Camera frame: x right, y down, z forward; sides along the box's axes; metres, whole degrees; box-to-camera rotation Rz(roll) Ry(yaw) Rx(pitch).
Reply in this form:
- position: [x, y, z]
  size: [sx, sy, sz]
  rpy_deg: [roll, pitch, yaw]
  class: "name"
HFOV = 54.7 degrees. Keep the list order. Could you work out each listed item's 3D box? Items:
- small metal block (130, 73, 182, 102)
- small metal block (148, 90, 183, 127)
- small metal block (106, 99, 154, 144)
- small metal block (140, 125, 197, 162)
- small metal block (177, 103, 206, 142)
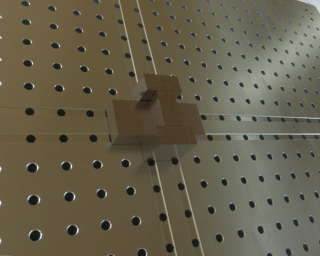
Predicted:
- position: [-0.007, -0.047, 0.418]
  size: [0.050, 0.050, 0.025]
  rpy_deg: [1, 62, -28]
  class: "small metal block"
- position: [0.002, -0.013, 0.402]
  size: [0.025, 0.050, 0.050]
  rpy_deg: [1, 62, -28]
  class: "small metal block"
- position: [-0.037, -0.007, 0.393]
  size: [0.050, 0.025, 0.050]
  rpy_deg: [0, 62, -28]
  class: "small metal block"
- position: [0.010, 0.020, 0.386]
  size: [0.050, 0.050, 0.025]
  rpy_deg: [1, 62, -28]
  class: "small metal block"
- position: [0.030, -0.007, 0.430]
  size: [0.050, 0.025, 0.050]
  rpy_deg: [1, 61, -28]
  class: "small metal block"
